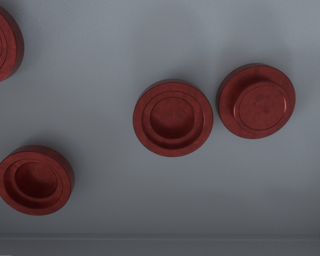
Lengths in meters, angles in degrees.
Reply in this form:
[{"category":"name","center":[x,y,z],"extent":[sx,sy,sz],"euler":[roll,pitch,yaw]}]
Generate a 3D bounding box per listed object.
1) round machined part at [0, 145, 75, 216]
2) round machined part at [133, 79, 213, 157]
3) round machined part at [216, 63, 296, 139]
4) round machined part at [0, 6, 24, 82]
[{"category":"round machined part","center":[-0.166,0.067,0.425],"extent":[0.099,0.042,0.097],"euler":[0,110,-1]},{"category":"round machined part","center":[0.016,-0.015,0.397],"extent":[0.099,0.042,0.097],"euler":[0,110,-1]},{"category":"round machined part","center":[0.124,-0.030,0.393],"extent":[0.099,0.042,0.097],"euler":[0,110,-1]},{"category":"round machined part","center":[-0.208,-0.101,0.362],"extent":[0.099,0.042,0.097],"euler":[0,110,-1]}]
